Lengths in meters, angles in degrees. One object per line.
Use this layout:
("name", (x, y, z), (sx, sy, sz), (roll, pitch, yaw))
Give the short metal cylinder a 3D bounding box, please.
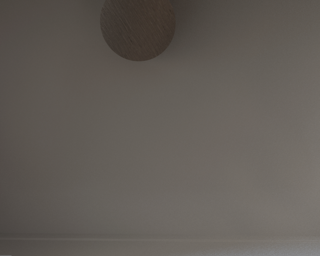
("short metal cylinder", (-0.023, -0.120, 0.354), (0.080, 0.050, 0.079), (0, 110, 0))
